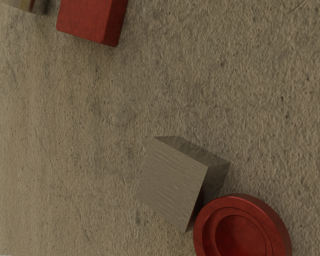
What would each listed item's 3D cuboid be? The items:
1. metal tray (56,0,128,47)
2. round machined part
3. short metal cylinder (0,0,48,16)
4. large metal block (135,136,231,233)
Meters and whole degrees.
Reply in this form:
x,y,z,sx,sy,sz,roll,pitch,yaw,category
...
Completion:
x,y,z,sx,sy,sz,roll,pitch,yaw,category
-0.110,-0.186,0.490,0.130,0.030,0.089,26,106,36,metal tray
0.087,0.117,0.321,0.098,0.042,0.097,0,90,39,round machined part
-0.249,-0.248,0.571,0.080,0.081,0.050,35,112,34,short metal cylinder
0.025,0.062,0.367,0.080,0.050,0.079,27,107,36,large metal block
